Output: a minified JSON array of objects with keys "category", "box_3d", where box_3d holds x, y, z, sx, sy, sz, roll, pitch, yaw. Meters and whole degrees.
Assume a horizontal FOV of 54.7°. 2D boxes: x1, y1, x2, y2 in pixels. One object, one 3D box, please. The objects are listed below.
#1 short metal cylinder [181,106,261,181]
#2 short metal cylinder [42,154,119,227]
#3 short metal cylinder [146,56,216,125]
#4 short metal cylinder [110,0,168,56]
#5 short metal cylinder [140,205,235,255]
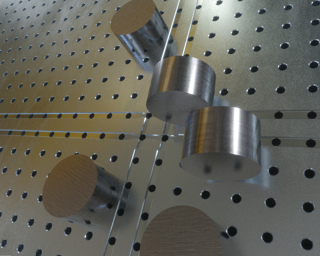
[{"category":"short metal cylinder","box_3d":[0.065,0.019,0.327,0.080,0.080,0.050,-5,60,25]},{"category":"short metal cylinder","box_3d":[-0.099,0.080,0.394,0.080,0.050,0.080,-13,56,20]},{"category":"short metal cylinder","box_3d":[0.027,-0.044,0.385,0.080,0.080,0.050,-4,60,26]},{"category":"short metal cylinder","box_3d":[-0.034,-0.166,0.510,0.080,0.050,0.080,-13,56,20]},{"category":"short metal cylinder","box_3d":[0.028,0.122,0.302,0.080,0.050,0.080,-13,56,20]}]
